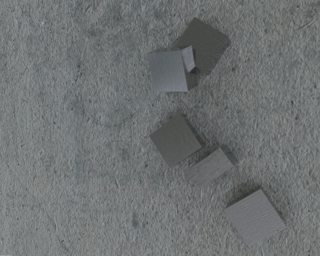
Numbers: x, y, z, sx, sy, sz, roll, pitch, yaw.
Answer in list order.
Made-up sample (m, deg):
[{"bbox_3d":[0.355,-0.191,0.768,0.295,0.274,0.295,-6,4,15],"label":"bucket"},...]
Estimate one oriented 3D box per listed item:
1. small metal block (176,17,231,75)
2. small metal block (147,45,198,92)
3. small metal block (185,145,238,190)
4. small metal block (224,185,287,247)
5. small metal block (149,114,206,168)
[{"bbox_3d":[0.053,-0.102,0.390,0.050,0.025,0.050,36,101,16],"label":"small metal block"},{"bbox_3d":[0.016,-0.073,0.386,0.050,0.025,0.050,5,119,37],"label":"small metal block"},{"bbox_3d":[0.064,0.046,0.373,0.050,0.050,0.025,-38,78,16],"label":"small metal block"},{"bbox_3d":[0.113,0.104,0.369,0.050,0.025,0.050,-36,79,16],"label":"small metal block"},{"bbox_3d":[0.023,0.016,0.401,0.050,0.025,0.050,-36,79,16],"label":"small metal block"}]
